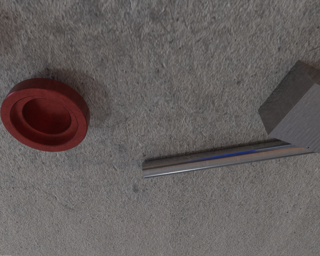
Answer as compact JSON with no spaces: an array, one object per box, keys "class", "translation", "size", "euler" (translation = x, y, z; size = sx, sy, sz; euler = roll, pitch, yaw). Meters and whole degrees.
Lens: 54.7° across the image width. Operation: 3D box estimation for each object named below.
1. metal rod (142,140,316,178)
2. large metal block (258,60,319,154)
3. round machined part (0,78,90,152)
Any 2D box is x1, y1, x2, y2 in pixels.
[{"class":"metal rod","translation":[0.124,0.038,0.441],"size":[0.301,0.025,0.025],"euler":[-10,130,7]},{"class":"large metal block","translation":[0.181,-0.023,0.374],"size":[0.081,0.050,0.079],"euler":[18,128,-16]},{"class":"round machined part","translation":[-0.135,-0.020,0.377],"size":[0.099,0.042,0.097],"euler":[-1,130,0]}]
